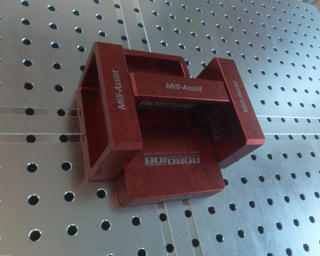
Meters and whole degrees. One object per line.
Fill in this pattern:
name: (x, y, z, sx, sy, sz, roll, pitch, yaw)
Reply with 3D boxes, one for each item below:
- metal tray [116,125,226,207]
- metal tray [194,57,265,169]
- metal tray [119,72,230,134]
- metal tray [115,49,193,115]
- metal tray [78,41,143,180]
metal tray: (0.010, 0.043, 0.384, 0.131, 0.030, 0.090, 1, 62, -28)
metal tray: (0.082, -0.019, 0.423, 0.030, 0.090, 0.130, 1, 61, -28)
metal tray: (0.009, -0.025, 0.386, 0.131, 0.090, 0.030, 1, 62, -28)
metal tray: (-0.017, -0.064, 0.436, 0.131, 0.030, 0.090, 1, 62, -28)
metal tray: (-0.061, -0.018, 0.345, 0.030, 0.090, 0.130, 1, 61, -28)
